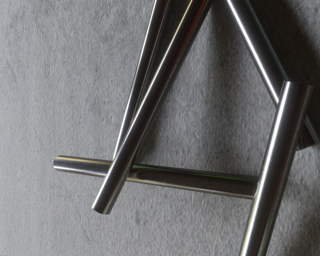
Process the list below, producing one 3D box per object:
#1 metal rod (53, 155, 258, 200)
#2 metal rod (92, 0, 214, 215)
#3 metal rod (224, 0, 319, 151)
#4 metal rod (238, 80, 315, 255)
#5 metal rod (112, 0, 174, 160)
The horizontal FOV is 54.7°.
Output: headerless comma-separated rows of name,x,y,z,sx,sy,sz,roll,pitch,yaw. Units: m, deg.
metal rod,-0.027,0.059,0.401,0.300,0.025,0.025,2,91,32
metal rod,-0.009,-0.031,0.374,0.025,0.025,0.299,31,98,35
metal rod,0.091,-0.118,0.328,0.025,0.025,0.299,-31,71,35
metal rod,0.097,0.103,0.305,0.025,0.025,0.298,21,109,37
metal rod,-0.019,-0.080,0.418,0.025,0.025,0.298,27,106,36
